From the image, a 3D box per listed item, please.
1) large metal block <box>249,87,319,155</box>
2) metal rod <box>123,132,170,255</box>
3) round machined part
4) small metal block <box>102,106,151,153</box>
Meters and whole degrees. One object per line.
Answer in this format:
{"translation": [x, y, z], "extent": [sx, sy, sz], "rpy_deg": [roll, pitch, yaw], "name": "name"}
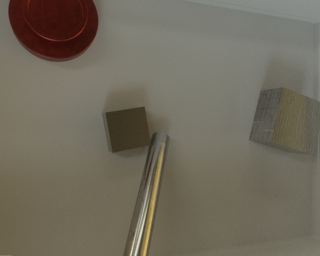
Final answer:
{"translation": [0.192, -0.009, 0.470], "extent": [0.081, 0.050, 0.080], "rpy_deg": [17, 84, -20], "name": "large metal block"}
{"translation": [-0.024, 0.124, 0.317], "extent": [0.025, 0.025, 0.300], "rpy_deg": [29, 47, -18], "name": "metal rod"}
{"translation": [-0.121, -0.129, 0.357], "extent": [0.099, 0.042, 0.097], "rpy_deg": [0, 90, -21], "name": "round machined part"}
{"translation": [-0.043, 0.001, 0.396], "extent": [0.050, 0.025, 0.050], "rpy_deg": [-11, 94, -20], "name": "small metal block"}
